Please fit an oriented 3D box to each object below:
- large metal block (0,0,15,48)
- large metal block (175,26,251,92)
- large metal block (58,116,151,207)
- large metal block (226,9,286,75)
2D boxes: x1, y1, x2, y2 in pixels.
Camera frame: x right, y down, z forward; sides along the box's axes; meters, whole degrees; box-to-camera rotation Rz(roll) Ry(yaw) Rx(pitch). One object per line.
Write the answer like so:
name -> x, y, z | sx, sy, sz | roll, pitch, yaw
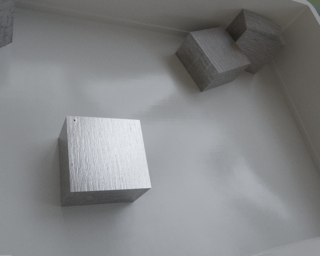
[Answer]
large metal block -> -0.211, -0.139, 0.341 | 0.080, 0.080, 0.050 | 42, 51, 1
large metal block -> 0.086, -0.113, 0.505 | 0.081, 0.050, 0.080 | -22, 74, -36
large metal block -> -0.062, 0.036, 0.334 | 0.081, 0.050, 0.080 | 3, 61, -27
large metal block -> 0.157, -0.149, 0.545 | 0.081, 0.080, 0.050 | 14, 56, -21
